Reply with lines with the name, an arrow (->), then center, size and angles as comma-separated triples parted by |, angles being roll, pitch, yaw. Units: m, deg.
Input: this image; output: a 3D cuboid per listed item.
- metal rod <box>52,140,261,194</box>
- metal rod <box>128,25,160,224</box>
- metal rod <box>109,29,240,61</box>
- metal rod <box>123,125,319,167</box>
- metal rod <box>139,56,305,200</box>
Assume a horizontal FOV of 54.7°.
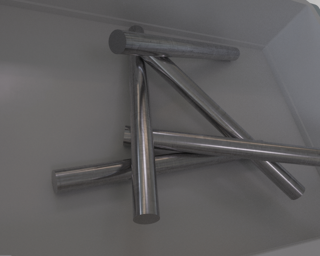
metal rod -> 0.023, 0.042, 0.391 | 0.303, 0.025, 0.025 | -5, 65, -31
metal rod -> -0.025, -0.031, 0.381 | 0.025, 0.025, 0.300 | 13, 47, -21
metal rod -> 0.044, -0.111, 0.440 | 0.302, 0.025, 0.025 | -14, 68, -53
metal rod -> 0.106, 0.026, 0.393 | 0.302, 0.025, 0.025 | 7, 57, -6
metal rod -> 0.080, -0.013, 0.418 | 0.300, 0.025, 0.025 | 43, 51, -3
